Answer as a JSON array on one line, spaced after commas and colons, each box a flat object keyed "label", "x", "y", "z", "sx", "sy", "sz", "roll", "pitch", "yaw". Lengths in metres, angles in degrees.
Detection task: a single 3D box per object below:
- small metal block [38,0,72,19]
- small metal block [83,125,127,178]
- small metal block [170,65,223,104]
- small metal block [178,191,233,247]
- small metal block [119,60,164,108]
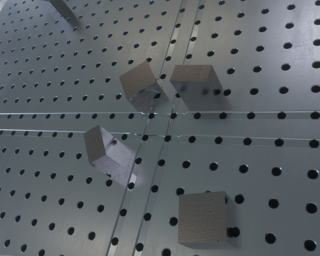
[{"label": "small metal block", "x": -0.232, "y": -0.270, "z": 0.682, "sx": 0.050, "sy": 0.050, "sz": 0.025, "roll": 23, "pitch": 75, "yaw": 36}, {"label": "small metal block", "x": -0.073, "y": 0.032, "z": 0.412, "sx": 0.025, "sy": 0.050, "sz": 0.050, "roll": -29, "pitch": 52, "yaw": 10}, {"label": "small metal block", "x": 0.048, "y": -0.056, "z": 0.402, "sx": 0.050, "sy": 0.050, "sz": 0.025, "roll": 7, "pitch": 65, "yaw": 31}, {"label": "small metal block", "x": 0.047, "y": 0.096, "z": 0.325, "sx": 0.050, "sy": 0.025, "sz": 0.050, "roll": -10, "pitch": 57, "yaw": 23}, {"label": "small metal block", "x": -0.029, "y": -0.066, "z": 0.465, "sx": 0.050, "sy": 0.025, "sz": 0.050, "roll": -29, "pitch": 52, "yaw": 9}]
